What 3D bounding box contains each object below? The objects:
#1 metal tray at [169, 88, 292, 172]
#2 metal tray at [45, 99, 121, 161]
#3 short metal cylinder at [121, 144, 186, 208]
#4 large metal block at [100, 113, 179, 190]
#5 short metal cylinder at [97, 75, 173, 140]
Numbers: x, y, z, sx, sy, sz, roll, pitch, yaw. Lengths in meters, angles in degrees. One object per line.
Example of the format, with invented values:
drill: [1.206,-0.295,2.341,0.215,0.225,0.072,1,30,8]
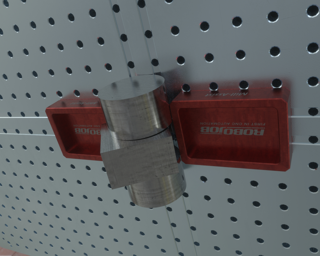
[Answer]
metal tray: [0.083,0.002,0.365,0.130,0.030,0.089,1,119,27]
metal tray: [-0.100,0.004,0.463,0.130,0.030,0.089,1,119,27]
short metal cylinder: [-0.008,0.061,0.417,0.080,0.080,0.050,2,119,27]
large metal block: [-0.027,0.024,0.386,0.080,0.080,0.050,-13,116,-4]
short metal cylinder: [-0.029,-0.027,0.374,0.080,0.080,0.050,2,119,27]
